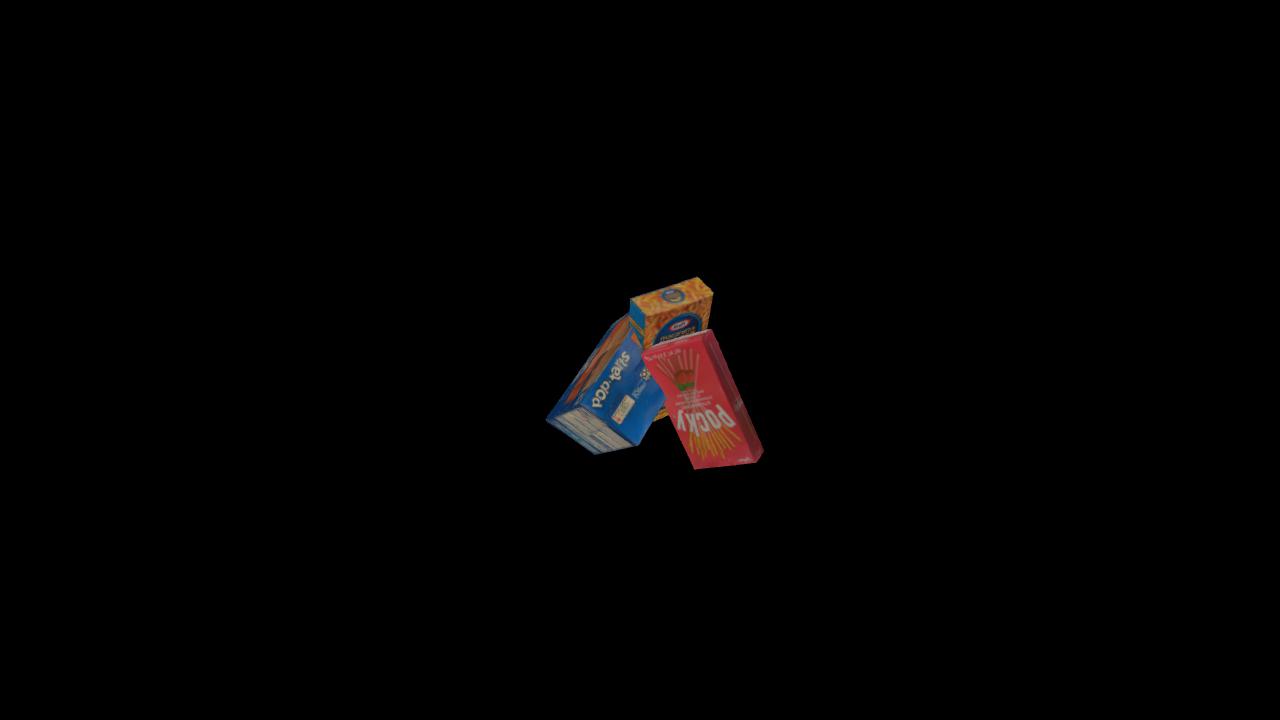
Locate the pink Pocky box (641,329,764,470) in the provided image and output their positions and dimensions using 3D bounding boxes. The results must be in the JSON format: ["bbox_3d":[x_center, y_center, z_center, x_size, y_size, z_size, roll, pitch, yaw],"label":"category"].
[{"bbox_3d":[0.069,0.048,0.677,0.084,0.155,0.029,-14,17,38],"label":"pink Pocky box"}]

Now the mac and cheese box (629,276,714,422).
[{"bbox_3d":[0.030,-0.004,0.738,0.093,0.184,0.041,-20,48,-23],"label":"mac and cheese box"}]

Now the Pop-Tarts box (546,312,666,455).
[{"bbox_3d":[-0.020,0.020,0.743,0.083,0.167,0.141,39,-24,-11],"label":"Pop-Tarts box"}]
